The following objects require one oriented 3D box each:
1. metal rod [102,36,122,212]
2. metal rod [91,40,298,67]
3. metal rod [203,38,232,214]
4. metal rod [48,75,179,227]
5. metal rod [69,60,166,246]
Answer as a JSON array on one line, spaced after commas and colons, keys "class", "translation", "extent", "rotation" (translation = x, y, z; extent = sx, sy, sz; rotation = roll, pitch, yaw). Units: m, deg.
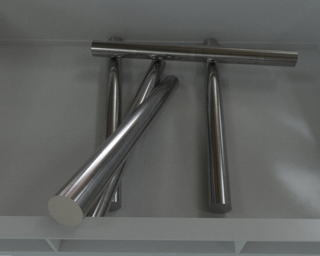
[{"class": "metal rod", "translation": [-0.065, -0.030, 0.429], "extent": [0.025, 0.025, 0.300], "rotation": [-3, 50, -3]}, {"class": "metal rod", "translation": [0.049, -0.112, 0.466], "extent": [0.302, 0.025, 0.025], "rotation": [3, 50, 2]}, {"class": "metal rod", "translation": [0.075, -0.028, 0.429], "extent": [0.025, 0.025, 0.300], "rotation": [3, 50, 2]}, {"class": "metal rod", "translation": [-0.022, -0.007, 0.332], "extent": [0.025, 0.025, 0.301], "rotation": [13, 27, 10]}, {"class": "metal rod", "translation": [-0.035, -0.001, 0.382], "extent": [0.025, 0.025, 0.301], "rotation": [10, 44, 8]}]
